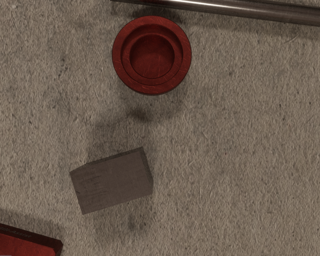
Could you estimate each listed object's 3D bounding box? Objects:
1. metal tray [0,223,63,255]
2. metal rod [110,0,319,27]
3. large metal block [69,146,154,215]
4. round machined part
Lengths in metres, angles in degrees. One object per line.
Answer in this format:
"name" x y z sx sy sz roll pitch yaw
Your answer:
"metal tray" -0.205 0.179 0.405 0.131 0.030 0.090 16 90 -1
"metal rod" 0.085 -0.163 0.410 0.302 0.025 0.025 7 90 -1
"large metal block" -0.054 0.061 0.382 0.080 0.080 0.050 -17 90 0
"round machined part" -0.010 -0.090 0.401 0.099 0.042 0.097 0 90 -1
